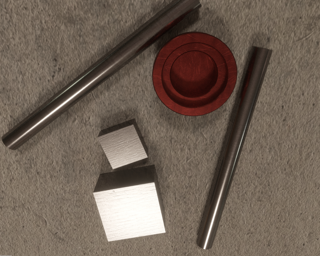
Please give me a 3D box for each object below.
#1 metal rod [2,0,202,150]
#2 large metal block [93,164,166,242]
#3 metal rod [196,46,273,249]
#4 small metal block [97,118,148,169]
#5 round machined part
[{"bbox_3d":[-0.080,-0.065,0.384,0.300,0.025,0.025,-35,107,11],"label":"metal rod"},{"bbox_3d":[-0.039,0.104,0.434,0.080,0.050,0.079,-10,110,3],"label":"large metal block"},{"bbox_3d":[0.096,0.040,0.426,0.025,0.025,0.298,10,110,-4],"label":"metal rod"},{"bbox_3d":[-0.049,0.021,0.417,0.050,0.025,0.050,-20,109,6],"label":"small metal block"},{"bbox_3d":[0.040,-0.067,0.377,0.099,0.042,0.097,0,110,-1],"label":"round machined part"}]
